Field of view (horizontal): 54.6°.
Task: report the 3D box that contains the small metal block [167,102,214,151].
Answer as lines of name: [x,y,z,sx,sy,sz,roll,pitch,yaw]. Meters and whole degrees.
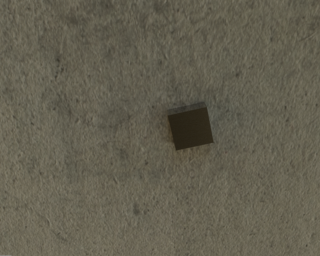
small metal block: [0.040,-0.003,0.409,0.050,0.025,0.050,-12,110,4]
